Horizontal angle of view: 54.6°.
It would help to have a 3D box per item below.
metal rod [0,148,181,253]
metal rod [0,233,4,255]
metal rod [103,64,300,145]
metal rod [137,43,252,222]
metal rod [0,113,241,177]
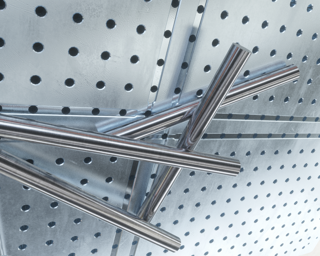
[{"bbox_3d":[-0.077,0.110,0.415,0.301,0.025,0.025,37,97,-32],"label":"metal rod"},{"bbox_3d":[-0.202,0.113,0.360,0.025,0.025,0.298,-7,125,-25],"label":"metal rod"},{"bbox_3d":[0.065,-0.033,0.425,0.302,0.025,0.025,-21,126,-16],"label":"metal rod"},{"bbox_3d":[0.033,0.027,0.419,0.025,0.025,0.298,9,122,-32],"label":"metal rod"},{"bbox_3d":[-0.036,0.025,0.368,0.302,0.025,0.025,12,113,-21],"label":"metal rod"}]
